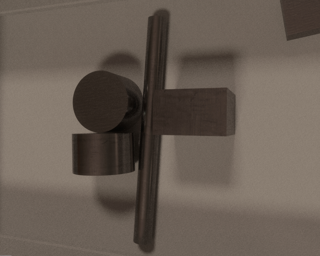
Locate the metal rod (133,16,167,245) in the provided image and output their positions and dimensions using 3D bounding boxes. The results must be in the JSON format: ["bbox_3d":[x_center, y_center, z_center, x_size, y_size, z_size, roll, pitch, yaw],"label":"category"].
[{"bbox_3d":[-0.013,0.004,0.414,0.025,0.025,0.298,4,91,19],"label":"metal rod"}]

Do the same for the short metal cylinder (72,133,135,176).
[{"bbox_3d":[-0.073,0.032,0.406,0.080,0.080,0.050,-1,90,19],"label":"short metal cylinder"}]

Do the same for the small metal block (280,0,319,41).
[{"bbox_3d":[0.167,-0.132,0.352,0.050,0.025,0.050,-9,87,19],"label":"small metal block"}]

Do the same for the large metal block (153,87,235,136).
[{"bbox_3d":[0.044,-0.017,0.365,0.080,0.080,0.050,1,90,19],"label":"large metal block"}]

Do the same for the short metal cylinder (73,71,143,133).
[{"bbox_3d":[-0.069,-0.034,0.420,0.080,0.050,0.079,0,90,19],"label":"short metal cylinder"}]
